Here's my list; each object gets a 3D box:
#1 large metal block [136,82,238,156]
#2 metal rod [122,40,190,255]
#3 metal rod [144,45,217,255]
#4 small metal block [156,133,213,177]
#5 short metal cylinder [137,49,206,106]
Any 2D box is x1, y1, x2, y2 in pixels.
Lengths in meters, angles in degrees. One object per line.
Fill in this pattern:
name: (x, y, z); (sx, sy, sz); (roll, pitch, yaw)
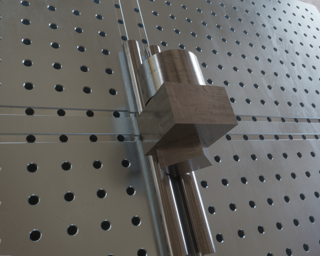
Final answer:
large metal block: (0.028, -0.008, 0.363); (0.081, 0.080, 0.050); (0, 62, -29)
metal rod: (-0.012, 0.008, 0.399); (0.025, 0.025, 0.299); (1, 61, -28)
metal rod: (0.020, 0.012, 0.415); (0.025, 0.025, 0.299); (1, 61, -28)
small metal block: (0.029, 0.033, 0.360); (0.050, 0.050, 0.025); (46, 27, -62)
short metal cylinder: (0.016, -0.052, 0.387); (0.081, 0.080, 0.050); (1, 62, -28)
